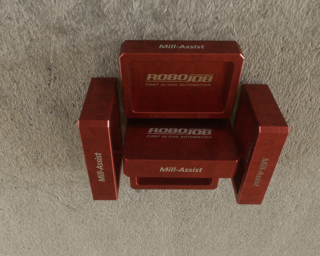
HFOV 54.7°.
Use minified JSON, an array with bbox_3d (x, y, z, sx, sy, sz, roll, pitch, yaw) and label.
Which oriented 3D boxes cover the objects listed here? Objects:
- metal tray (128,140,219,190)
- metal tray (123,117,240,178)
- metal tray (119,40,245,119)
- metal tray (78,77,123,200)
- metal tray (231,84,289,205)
[{"bbox_3d":[0.021,0.049,0.449,0.131,0.030,0.089,0,129,-1],"label":"metal tray"},{"bbox_3d":[0.024,0.017,0.383,0.131,0.090,0.030,1,131,-1],"label":"metal tray"},{"bbox_3d":[0.023,-0.054,0.360,0.131,0.030,0.089,0,133,-1],"label":"metal tray"},{"bbox_3d":[-0.067,0.015,0.378,0.030,0.090,0.129,1,131,-1],"label":"metal tray"},{"bbox_3d":[0.114,0.022,0.385,0.030,0.090,0.129,1,130,-1],"label":"metal tray"}]
